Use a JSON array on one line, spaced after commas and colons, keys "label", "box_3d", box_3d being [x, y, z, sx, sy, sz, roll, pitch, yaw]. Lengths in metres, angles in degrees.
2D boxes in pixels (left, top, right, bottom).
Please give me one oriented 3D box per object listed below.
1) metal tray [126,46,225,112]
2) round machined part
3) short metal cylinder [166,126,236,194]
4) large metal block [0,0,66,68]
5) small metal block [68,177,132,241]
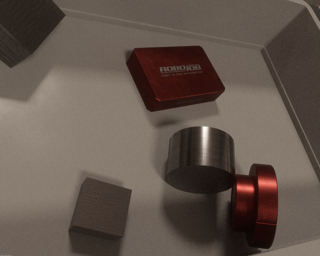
[{"label": "metal tray", "box_3d": [0.026, -0.078, 0.466, 0.131, 0.030, 0.090, -12, 68, -34]}, {"label": "round machined part", "box_3d": [0.109, 0.091, 0.373, 0.042, 0.098, 0.098, 5, 55, 9]}, {"label": "short metal cylinder", "box_3d": [0.049, 0.041, 0.374, 0.081, 0.080, 0.050, 19, 55, -18]}, {"label": "large metal block", "box_3d": [-0.172, -0.131, 0.358, 0.080, 0.050, 0.080, 47, 45, -31]}, {"label": "small metal block", "box_3d": [-0.061, 0.085, 0.322, 0.050, 0.025, 0.050, 20, 54, -17]}]
